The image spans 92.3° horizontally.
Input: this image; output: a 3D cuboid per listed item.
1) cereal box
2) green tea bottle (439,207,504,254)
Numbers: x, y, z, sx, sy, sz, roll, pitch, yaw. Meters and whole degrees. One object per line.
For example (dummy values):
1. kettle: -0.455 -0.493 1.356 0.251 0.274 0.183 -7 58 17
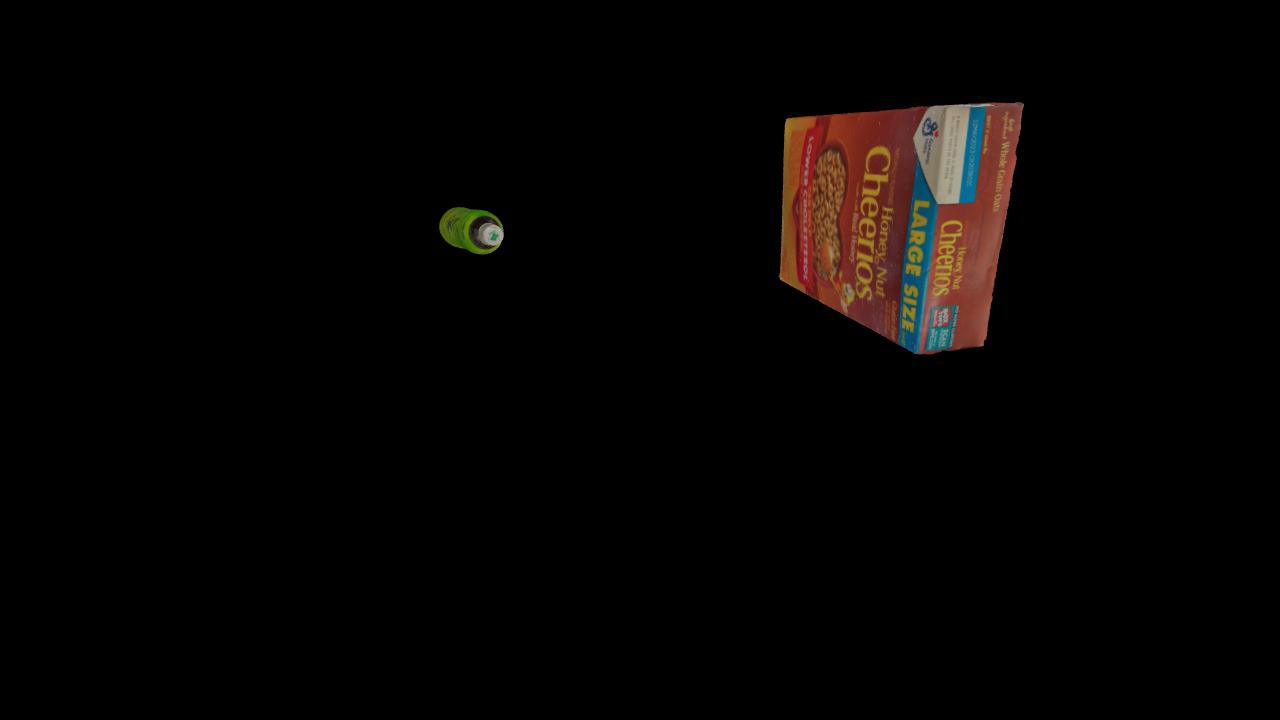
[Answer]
1. cereal box: 0.238 -0.150 0.635 0.081 0.203 0.306 -6 21 -8
2. green tea bottle: -0.264 -0.207 0.982 0.073 0.073 0.212 0 12 -30
